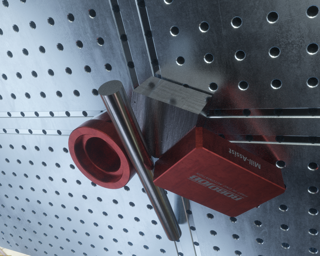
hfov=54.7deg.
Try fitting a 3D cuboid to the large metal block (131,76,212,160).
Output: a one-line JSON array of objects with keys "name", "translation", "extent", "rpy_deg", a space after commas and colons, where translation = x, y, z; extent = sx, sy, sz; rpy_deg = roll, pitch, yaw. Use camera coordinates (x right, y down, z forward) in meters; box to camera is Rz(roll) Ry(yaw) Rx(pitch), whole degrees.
[{"name": "large metal block", "translation": [0.010, -0.008, 0.381], "extent": [0.080, 0.050, 0.079], "rpy_deg": [21, 126, 15]}]

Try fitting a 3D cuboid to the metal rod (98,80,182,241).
[{"name": "metal rod", "translation": [-0.013, 0.066, 0.403], "extent": [0.025, 0.025, 0.299], "rpy_deg": [6, 137, 25]}]

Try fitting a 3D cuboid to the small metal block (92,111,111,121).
[{"name": "small metal block", "translation": [-0.072, 0.000, 0.445], "extent": [0.050, 0.025, 0.050], "rpy_deg": [-24, 106, 36]}]

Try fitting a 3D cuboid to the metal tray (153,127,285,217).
[{"name": "metal tray", "translation": [0.069, 0.058, 0.370], "extent": [0.131, 0.030, 0.090], "rpy_deg": [27, 133, -21]}]

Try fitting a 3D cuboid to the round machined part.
[{"name": "round machined part", "translation": [-0.071, 0.031, 0.417], "extent": [0.098, 0.042, 0.097], "rpy_deg": [15, 126, 22]}]
